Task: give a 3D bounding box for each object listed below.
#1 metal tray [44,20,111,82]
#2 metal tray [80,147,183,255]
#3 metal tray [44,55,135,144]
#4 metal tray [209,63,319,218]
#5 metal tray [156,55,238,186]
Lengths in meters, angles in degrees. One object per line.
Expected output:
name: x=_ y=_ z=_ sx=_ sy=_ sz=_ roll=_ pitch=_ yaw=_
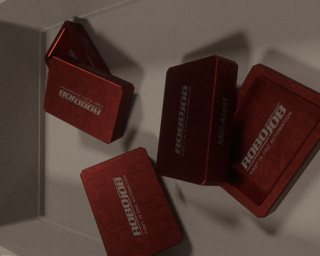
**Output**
metal tray: x=-0.140 y=-0.102 z=0.515 sx=0.090 sy=0.030 sz=0.130 roll=-46 pitch=63 yaw=30
metal tray: x=-0.037 y=0.100 z=0.397 sx=0.091 sy=0.030 sz=0.130 roll=-22 pitch=71 yaw=-8
metal tray: x=-0.108 y=-0.044 z=0.458 sx=0.130 sy=0.030 sz=0.089 roll=25 pitch=115 yaw=18
metal tray: x=0.106 y=0.012 z=0.315 sx=0.090 sy=0.030 sz=0.129 roll=39 pitch=114 yaw=32
metal tray: x=0.038 y=-0.007 z=0.344 sx=0.090 sy=0.030 sz=0.129 roll=0 pitch=83 yaw=57
